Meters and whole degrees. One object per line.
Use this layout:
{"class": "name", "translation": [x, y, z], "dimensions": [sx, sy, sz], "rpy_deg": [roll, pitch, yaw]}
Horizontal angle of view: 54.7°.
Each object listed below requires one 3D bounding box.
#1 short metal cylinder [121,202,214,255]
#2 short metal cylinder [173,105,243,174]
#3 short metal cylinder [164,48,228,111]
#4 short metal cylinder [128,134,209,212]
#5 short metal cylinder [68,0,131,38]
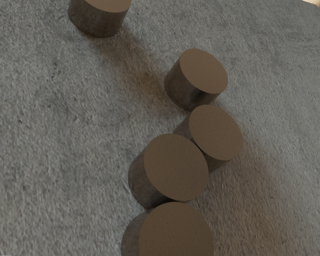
{"class": "short metal cylinder", "translation": [0.007, 0.120, 0.315], "dimensions": [0.081, 0.050, 0.080], "rpy_deg": [11, 62, -22]}
{"class": "short metal cylinder", "translation": [0.062, 0.016, 0.413], "dimensions": [0.081, 0.050, 0.080], "rpy_deg": [14, 56, -21]}
{"class": "short metal cylinder", "translation": [0.053, -0.071, 0.462], "dimensions": [0.081, 0.050, 0.080], "rpy_deg": [14, 56, -21]}
{"class": "short metal cylinder", "translation": [0.009, 0.053, 0.362], "dimensions": [0.081, 0.050, 0.080], "rpy_deg": [14, 56, -21]}
{"class": "short metal cylinder", "translation": [-0.088, -0.179, 0.451], "dimensions": [0.081, 0.050, 0.080], "rpy_deg": [14, 56, -21]}
